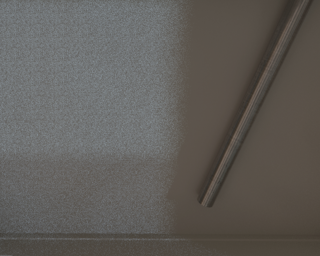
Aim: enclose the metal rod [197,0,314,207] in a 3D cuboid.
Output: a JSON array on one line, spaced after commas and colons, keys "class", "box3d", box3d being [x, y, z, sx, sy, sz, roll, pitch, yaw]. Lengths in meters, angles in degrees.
[{"class": "metal rod", "box3d": [0.116, -0.024, 0.404, 0.025, 0.025, 0.298, 19, 109, -7]}]
